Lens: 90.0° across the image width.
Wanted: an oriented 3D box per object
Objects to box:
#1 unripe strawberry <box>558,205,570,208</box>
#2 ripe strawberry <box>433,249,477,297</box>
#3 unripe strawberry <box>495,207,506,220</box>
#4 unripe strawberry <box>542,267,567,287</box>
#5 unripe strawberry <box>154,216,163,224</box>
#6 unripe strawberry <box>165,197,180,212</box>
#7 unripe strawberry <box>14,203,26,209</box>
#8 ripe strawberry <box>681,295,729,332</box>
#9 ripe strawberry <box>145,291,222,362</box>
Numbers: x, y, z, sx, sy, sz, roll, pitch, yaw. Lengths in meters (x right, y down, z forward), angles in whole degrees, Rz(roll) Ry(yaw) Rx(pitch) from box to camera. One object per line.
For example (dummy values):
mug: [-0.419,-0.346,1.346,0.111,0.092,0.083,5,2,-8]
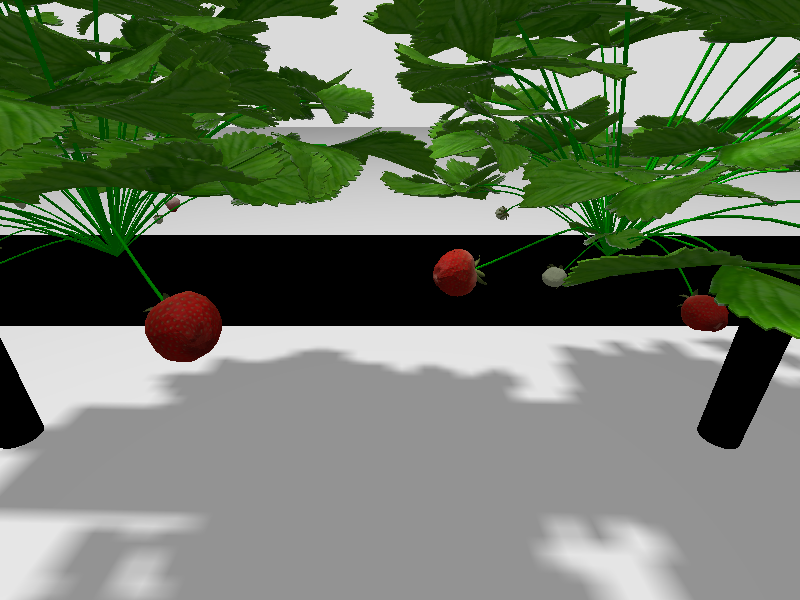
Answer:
unripe strawberry: [0.223,-0.133,0.542,0.021,0.018,0.021,4,-7,8]
ripe strawberry: [0.038,-0.019,0.282,0.032,0.033,0.029,-14,29,-26]
unripe strawberry: [0.123,-0.106,0.490,0.015,0.015,0.016,-12,9,-23]
unripe strawberry: [0.114,-0.016,0.297,0.016,0.016,0.017,-23,34,-39]
unripe strawberry: [-0.277,-0.092,0.460,0.009,0.010,0.010,-4,25,-9]
unripe strawberry: [-0.302,-0.127,0.532,0.018,0.019,0.019,-6,26,-12]
unripe strawberry: [-0.446,-0.113,0.471,0.011,0.011,0.011,16,29,30]
ripe strawberry: [0.181,0.009,0.237,0.024,0.021,0.024,2,31,3]
ripe strawberry: [-0.110,0.016,0.207,0.036,0.038,0.039,-21,33,-37]
